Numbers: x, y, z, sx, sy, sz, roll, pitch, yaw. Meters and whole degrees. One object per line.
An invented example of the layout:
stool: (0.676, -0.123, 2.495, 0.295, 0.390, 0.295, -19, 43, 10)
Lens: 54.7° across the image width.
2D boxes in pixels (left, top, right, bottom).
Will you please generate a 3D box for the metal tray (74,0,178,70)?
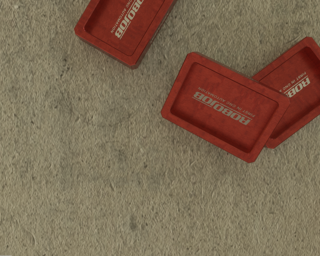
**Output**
metal tray: (-0.040, -0.155, 0.406, 0.090, 0.030, 0.130, 30, 90, 0)

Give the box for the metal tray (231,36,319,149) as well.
metal tray: (0.166, -0.045, 0.408, 0.130, 0.030, 0.090, -37, 90, 0)

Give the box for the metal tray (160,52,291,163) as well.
metal tray: (0.077, -0.027, 0.382, 0.130, 0.030, 0.089, 28, 110, 9)
